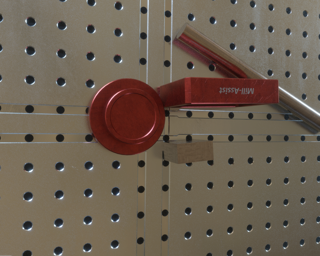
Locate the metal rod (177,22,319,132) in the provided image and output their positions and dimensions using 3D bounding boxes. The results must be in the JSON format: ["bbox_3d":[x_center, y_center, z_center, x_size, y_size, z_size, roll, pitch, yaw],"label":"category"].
[{"bbox_3d":[0.156,-0.067,0.471,0.301,0.025,0.025,28,81,-18],"label":"metal rod"}]

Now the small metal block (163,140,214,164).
[{"bbox_3d":[0.037,0.030,0.414,0.050,0.050,0.025,-4,92,-20],"label":"small metal block"}]

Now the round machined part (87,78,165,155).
[{"bbox_3d":[-0.039,-0.014,0.390,0.099,0.042,0.097,0,90,-20],"label":"round machined part"}]

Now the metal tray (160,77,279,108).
[{"bbox_3d":[0.075,-0.044,0.407,0.131,0.090,0.030,-2,91,-20],"label":"metal tray"}]
